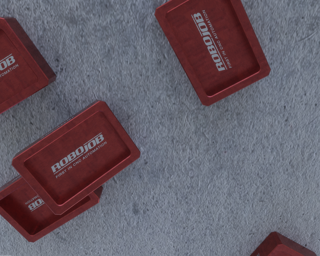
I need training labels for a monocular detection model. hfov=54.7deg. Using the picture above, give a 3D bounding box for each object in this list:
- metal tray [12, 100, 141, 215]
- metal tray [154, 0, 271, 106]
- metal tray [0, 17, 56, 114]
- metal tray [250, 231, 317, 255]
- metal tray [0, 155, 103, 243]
[{"bbox_3d":[-0.103,0.035,0.394,0.130,0.030,0.090,-36,106,-10],"label":"metal tray"},{"bbox_3d":[0.063,-0.102,0.369,0.090,0.030,0.130,-28,108,9],"label":"metal tray"},{"bbox_3d":[-0.209,-0.064,0.381,0.130,0.030,0.090,-29,108,10],"label":"metal tray"},{"bbox_3d":[0.180,0.237,0.495,0.090,0.030,0.129,30,107,-11],"label":"metal tray"},{"bbox_3d":[-0.160,0.096,0.440,0.130,0.030,0.090,-33,107,11],"label":"metal tray"}]
